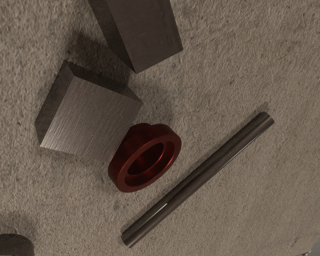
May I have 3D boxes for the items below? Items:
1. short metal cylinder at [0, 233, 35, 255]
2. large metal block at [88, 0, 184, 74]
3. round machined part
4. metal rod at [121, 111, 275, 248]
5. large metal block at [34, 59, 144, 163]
[{"bbox_3d":[-0.202,0.183,0.394,0.081,0.050,0.079,-14,125,-21],"label":"short metal cylinder"},{"bbox_3d":[-0.028,-0.109,0.290,0.050,0.080,0.080,-30,129,-10],"label":"large metal block"},{"bbox_3d":[-0.024,0.032,0.391,0.099,0.042,0.097,-31,148,-22],"label":"round machined part"},{"bbox_3d":[0.060,0.082,0.492,0.300,0.025,0.025,-41,130,-1],"label":"metal rod"},{"bbox_3d":[-0.079,-0.016,0.339,0.080,0.050,0.080,20,108,-36],"label":"large metal block"}]
